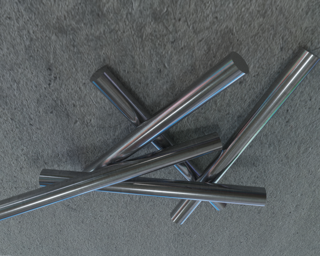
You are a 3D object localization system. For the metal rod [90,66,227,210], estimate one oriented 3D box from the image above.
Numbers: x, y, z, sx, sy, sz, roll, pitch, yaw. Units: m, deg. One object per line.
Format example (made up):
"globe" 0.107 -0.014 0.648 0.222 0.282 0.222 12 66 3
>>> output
"metal rod" 0.015 0.032 0.434 0.025 0.025 0.300 -28 125 21

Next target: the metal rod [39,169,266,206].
"metal rod" -0.012 0.080 0.421 0.302 0.025 0.025 4 130 3

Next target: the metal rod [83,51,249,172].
"metal rod" -0.020 0.008 0.378 0.025 0.025 0.299 32 134 -24

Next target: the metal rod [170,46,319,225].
"metal rod" 0.096 0.029 0.410 0.025 0.025 0.298 22 120 -18

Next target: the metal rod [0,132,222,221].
"metal rod" -0.066 0.062 0.401 0.302 0.025 0.025 -17 129 -3
